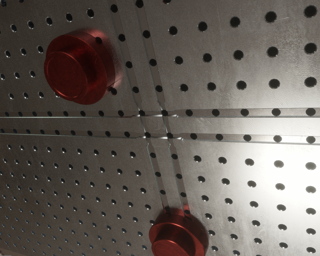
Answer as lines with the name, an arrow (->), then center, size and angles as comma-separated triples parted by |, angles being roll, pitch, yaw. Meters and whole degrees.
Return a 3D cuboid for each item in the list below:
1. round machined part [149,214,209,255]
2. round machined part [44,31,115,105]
round machined part -> 0.026, 0.191, 0.504 | 0.098, 0.042, 0.097 | 13, 124, 20
round machined part -> -0.113, -0.074, 0.412 | 0.098, 0.042, 0.097 | 13, 124, 20
